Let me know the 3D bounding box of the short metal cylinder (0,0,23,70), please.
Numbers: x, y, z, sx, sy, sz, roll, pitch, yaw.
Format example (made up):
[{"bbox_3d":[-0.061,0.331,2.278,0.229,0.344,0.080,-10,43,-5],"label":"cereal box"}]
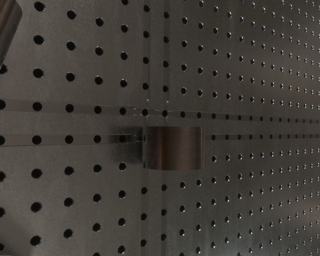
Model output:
[{"bbox_3d":[-0.158,-0.085,0.241,0.080,0.080,0.050,24,75,-38],"label":"short metal cylinder"}]

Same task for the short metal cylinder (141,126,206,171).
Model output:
[{"bbox_3d":[0.017,0.023,0.390,0.081,0.080,0.050,0,90,-40],"label":"short metal cylinder"}]

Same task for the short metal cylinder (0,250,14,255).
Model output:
[{"bbox_3d":[-0.140,0.152,0.257,0.080,0.080,0.050,-47,118,-30],"label":"short metal cylinder"}]
